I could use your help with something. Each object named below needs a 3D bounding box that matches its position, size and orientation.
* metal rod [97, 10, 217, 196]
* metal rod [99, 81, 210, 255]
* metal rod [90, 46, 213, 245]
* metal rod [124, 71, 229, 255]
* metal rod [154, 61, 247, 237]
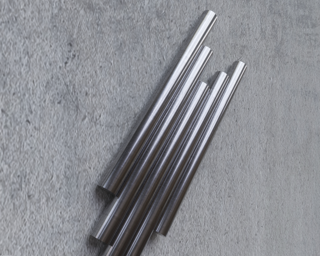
[{"bbox_3d":[0.007,-0.049,0.414,0.025,0.025,0.300,44,64,-32],"label":"metal rod"},{"bbox_3d":[-0.006,0.059,0.403,0.025,0.025,0.300,44,63,-32],"label":"metal rod"},{"bbox_3d":[0.000,0.006,0.408,0.025,0.025,0.300,44,63,-32],"label":"metal rod"},{"bbox_3d":[0.029,0.039,0.433,0.025,0.025,0.300,44,64,-32],"label":"metal rod"},{"bbox_3d":[0.065,0.017,0.463,0.025,0.025,0.300,44,64,-32],"label":"metal rod"}]
